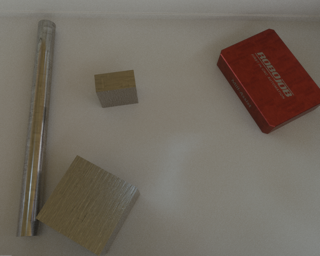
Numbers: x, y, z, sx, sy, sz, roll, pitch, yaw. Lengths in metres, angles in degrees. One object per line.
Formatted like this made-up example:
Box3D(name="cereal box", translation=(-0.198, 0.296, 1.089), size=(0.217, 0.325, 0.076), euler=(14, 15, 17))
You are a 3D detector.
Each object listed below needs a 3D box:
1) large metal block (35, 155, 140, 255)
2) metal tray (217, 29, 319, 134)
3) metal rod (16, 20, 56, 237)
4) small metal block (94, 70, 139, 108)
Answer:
Box3D(name="large metal block", translation=(-0.079, 0.090, 0.362), size=(0.080, 0.050, 0.080), euler=(27, 72, 9))
Box3D(name="metal tray", translation=(0.152, -0.068, 0.434), size=(0.091, 0.030, 0.130), euler=(-26, 72, -10))
Box3D(name="metal rod", translation=(-0.162, -0.014, 0.412), size=(0.025, 0.025, 0.299), euler=(-2, 70, -1))
Box3D(name="small metal block", translation=(-0.057, -0.051, 0.414), size=(0.050, 0.050, 0.025), euler=(-8, 71, -3))
